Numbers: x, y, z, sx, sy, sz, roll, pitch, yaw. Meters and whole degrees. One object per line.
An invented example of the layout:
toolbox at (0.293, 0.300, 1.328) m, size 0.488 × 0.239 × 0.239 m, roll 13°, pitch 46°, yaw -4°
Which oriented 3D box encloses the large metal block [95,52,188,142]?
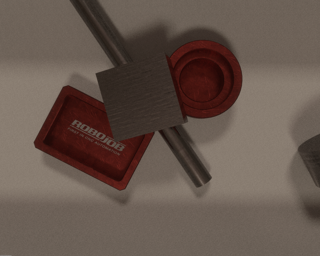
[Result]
large metal block at (-0.018, -0.034, 0.361) m, size 0.080 × 0.050 × 0.080 m, roll -15°, pitch 90°, yaw 10°

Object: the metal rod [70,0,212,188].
metal rod at (-0.025, -0.052, 0.411) m, size 0.025 × 0.025 × 0.299 m, roll -34°, pitch 90°, yaw 0°

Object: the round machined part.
round machined part at (0.053, -0.061, 0.404) m, size 0.099 × 0.042 × 0.097 m, roll 0°, pitch 90°, yaw -1°

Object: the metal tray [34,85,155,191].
metal tray at (-0.084, 0.013, 0.407) m, size 0.130 × 0.030 × 0.090 m, roll 27°, pitch 90°, yaw -1°

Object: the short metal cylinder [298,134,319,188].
short metal cylinder at (0.224, 0.034, 0.387) m, size 0.080 × 0.080 × 0.050 m, roll -27°, pitch 90°, yaw 0°
